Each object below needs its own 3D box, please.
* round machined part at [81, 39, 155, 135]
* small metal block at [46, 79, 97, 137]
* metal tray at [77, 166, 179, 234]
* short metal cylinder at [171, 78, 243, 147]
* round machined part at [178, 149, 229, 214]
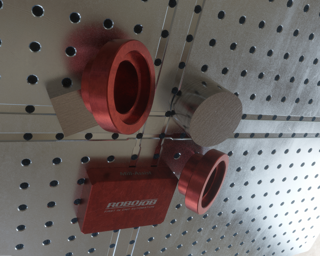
[{"bbox_3d":[-0.045,-0.044,0.328,0.098,0.042,0.097,8,91,-66],"label":"round machined part"},{"bbox_3d":[-0.092,-0.024,0.347,0.050,0.025,0.050,-21,127,-16],"label":"small metal block"},{"bbox_3d":[-0.046,0.102,0.448,0.131,0.030,0.089,3,117,-30],"label":"metal tray"},{"bbox_3d":[0.063,-0.022,0.418,0.081,0.050,0.079,-14,125,-21],"label":"short metal cylinder"},{"bbox_3d":[0.063,0.076,0.466,0.099,0.042,0.097,-40,142,-41],"label":"round machined part"}]
